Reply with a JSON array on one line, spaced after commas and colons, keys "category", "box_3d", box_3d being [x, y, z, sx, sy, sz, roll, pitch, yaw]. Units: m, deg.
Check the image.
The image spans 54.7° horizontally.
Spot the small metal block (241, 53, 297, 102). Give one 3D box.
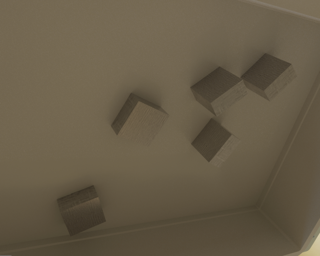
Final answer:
[{"category": "small metal block", "box_3d": [0.151, -0.072, 0.433, 0.050, 0.050, 0.025, -44, 130, 2]}]

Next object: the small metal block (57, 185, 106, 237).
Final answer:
[{"category": "small metal block", "box_3d": [-0.106, 0.113, 0.422, 0.050, 0.025, 0.050, -19, 126, -17]}]

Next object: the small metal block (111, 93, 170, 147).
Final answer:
[{"category": "small metal block", "box_3d": [-0.025, -0.009, 0.391, 0.050, 0.025, 0.050, 23, 106, -37]}]

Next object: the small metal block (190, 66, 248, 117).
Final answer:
[{"category": "small metal block", "box_3d": [0.076, -0.049, 0.406, 0.050, 0.050, 0.025, -36, 129, -5]}]

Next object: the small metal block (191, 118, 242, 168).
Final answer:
[{"category": "small metal block", "box_3d": [0.081, 0.021, 0.452, 0.025, 0.050, 0.050, 30, 102, -38]}]
